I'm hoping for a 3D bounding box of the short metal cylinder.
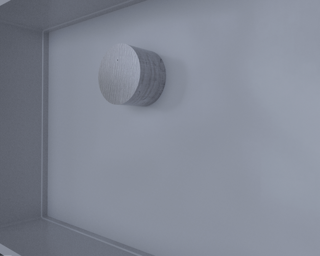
[{"bbox_3d":[-0.039,-0.070,0.424,0.080,0.050,0.080,0,90,40],"label":"short metal cylinder"}]
